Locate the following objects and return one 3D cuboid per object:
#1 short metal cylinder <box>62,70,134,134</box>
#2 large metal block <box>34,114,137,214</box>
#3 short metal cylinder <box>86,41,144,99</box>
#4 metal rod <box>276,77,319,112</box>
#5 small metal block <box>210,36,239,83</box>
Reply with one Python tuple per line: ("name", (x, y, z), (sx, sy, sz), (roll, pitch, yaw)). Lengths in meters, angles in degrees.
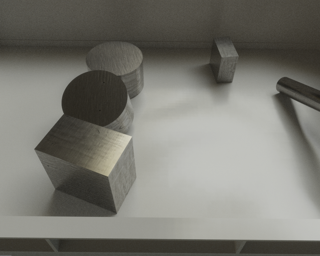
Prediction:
("short metal cylinder", (-0.077, -0.026, 0.396), (0.080, 0.050, 0.080), (-1, 68, 4))
("large metal block", (-0.075, 0.040, 0.335), (0.080, 0.080, 0.050), (18, 52, 14))
("short metal cylinder", (-0.065, -0.084, 0.459), (0.081, 0.050, 0.080), (0, 50, 0))
("metal rod", (0.227, -0.004, 0.334), (0.025, 0.025, 0.300), (-14, 27, -12))
("small metal block", (0.098, -0.105, 0.479), (0.025, 0.050, 0.050), (-5, 50, -5))
